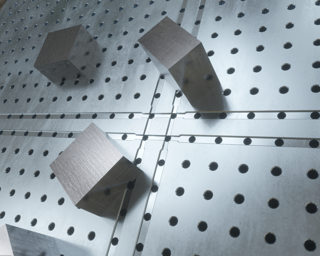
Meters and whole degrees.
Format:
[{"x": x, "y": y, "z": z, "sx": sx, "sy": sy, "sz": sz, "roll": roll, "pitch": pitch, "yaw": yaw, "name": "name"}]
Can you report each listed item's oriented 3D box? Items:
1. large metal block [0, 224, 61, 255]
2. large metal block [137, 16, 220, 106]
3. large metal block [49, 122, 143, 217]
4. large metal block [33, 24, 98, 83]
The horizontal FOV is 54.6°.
[{"x": -0.174, "y": 0.167, "z": 0.363, "sx": 0.080, "sy": 0.080, "sz": 0.050, "roll": -41, "pitch": 51, "yaw": 0, "name": "large metal block"}, {"x": 0.026, "y": -0.089, "z": 0.415, "sx": 0.050, "sy": 0.080, "sz": 0.080, "roll": -40, "pitch": 51, "yaw": 1, "name": "large metal block"}, {"x": -0.084, "y": 0.053, "z": 0.405, "sx": 0.080, "sy": 0.050, "sz": 0.080, "roll": -46, "pitch": 51, "yaw": -4, "name": "large metal block"}, {"x": -0.170, "y": -0.134, "z": 0.566, "sx": 0.080, "sy": 0.050, "sz": 0.080, "roll": -4, "pitch": 60, "yaw": 26, "name": "large metal block"}]
